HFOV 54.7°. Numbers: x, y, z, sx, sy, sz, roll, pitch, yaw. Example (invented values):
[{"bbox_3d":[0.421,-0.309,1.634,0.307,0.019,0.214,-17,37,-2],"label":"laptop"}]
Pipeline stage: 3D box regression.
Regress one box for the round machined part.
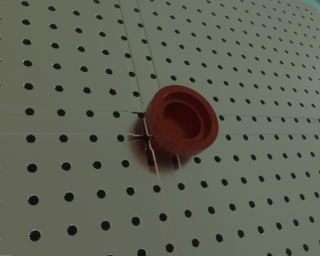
[{"bbox_3d":[0.026,-0.006,0.417,0.099,0.042,0.098,14,56,-21],"label":"round machined part"}]
